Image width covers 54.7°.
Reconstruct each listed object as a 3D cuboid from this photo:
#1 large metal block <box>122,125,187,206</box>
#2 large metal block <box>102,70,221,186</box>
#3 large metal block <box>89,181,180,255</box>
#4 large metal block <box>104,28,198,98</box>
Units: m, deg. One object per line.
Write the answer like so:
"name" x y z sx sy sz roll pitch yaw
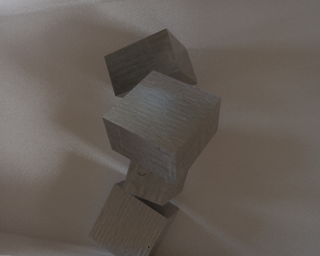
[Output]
"large metal block" 0.004 0.040 0.379 0.050 0.080 0.079 17 96 19
"large metal block" 0.004 -0.004 0.309 0.080 0.050 0.080 26 56 24
"large metal block" -0.033 0.124 0.408 0.080 0.050 0.080 30 99 17
"large metal block" -0.008 -0.071 0.382 0.080 0.080 0.050 -19 82 18
